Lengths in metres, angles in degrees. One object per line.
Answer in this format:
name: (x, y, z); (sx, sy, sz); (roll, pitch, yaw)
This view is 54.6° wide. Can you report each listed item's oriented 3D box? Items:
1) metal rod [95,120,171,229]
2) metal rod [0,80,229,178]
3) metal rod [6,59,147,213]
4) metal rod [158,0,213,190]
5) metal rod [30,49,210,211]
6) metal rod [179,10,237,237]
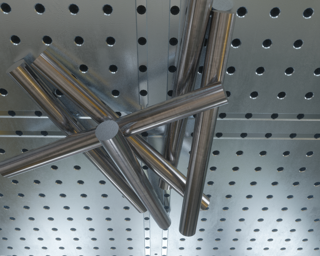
metal rod: (-0.023, 0.086, 0.437); (0.025, 0.025, 0.299); (-10, 144, 8)
metal rod: (-0.068, 0.008, 0.367); (0.300, 0.025, 0.025); (-19, 128, 17)
metal rod: (-0.096, 0.031, 0.437); (0.025, 0.025, 0.300); (-21, 127, 17)
metal rod: (0.025, -0.026, 0.389); (0.025, 0.025, 0.298); (5, 130, -4)
metal rod: (-0.036, 0.017, 0.403); (0.025, 0.025, 0.300); (-34, 116, 25)
metal rod: (0.052, 0.015, 0.380); (0.025, 0.025, 0.298); (4, 117, -3)
